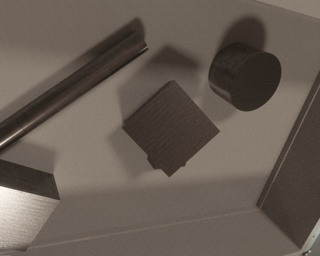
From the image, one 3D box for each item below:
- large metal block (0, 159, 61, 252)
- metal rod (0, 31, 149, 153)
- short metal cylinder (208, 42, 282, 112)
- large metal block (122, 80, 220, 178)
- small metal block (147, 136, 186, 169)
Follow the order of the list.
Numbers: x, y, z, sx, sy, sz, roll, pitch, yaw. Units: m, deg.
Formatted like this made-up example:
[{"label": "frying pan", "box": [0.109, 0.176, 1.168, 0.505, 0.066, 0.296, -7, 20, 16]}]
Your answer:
[{"label": "large metal block", "box": [-0.175, 0.088, 0.352, 0.080, 0.050, 0.080, 27, 103, -38]}, {"label": "metal rod", "box": [-0.141, -0.008, 0.326, 0.301, 0.025, 0.025, -36, 129, -5]}, {"label": "short metal cylinder", "box": [0.113, -0.069, 0.414, 0.081, 0.050, 0.079, -14, 125, -21]}, {"label": "large metal block", "box": [0.011, -0.001, 0.378, 0.080, 0.050, 0.080, -43, 99, 1]}, {"label": "small metal block", "box": [0.014, 0.029, 0.436, 0.050, 0.025, 0.050, -1, 119, -28]}]
